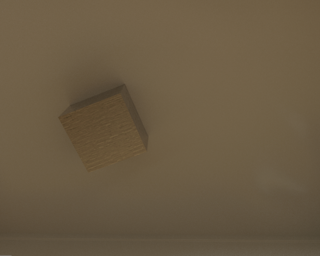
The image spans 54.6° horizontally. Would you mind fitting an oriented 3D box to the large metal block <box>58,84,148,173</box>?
[{"bbox_3d":[-0.068,0.000,0.397,0.080,0.050,0.080,-20,109,7],"label":"large metal block"}]
